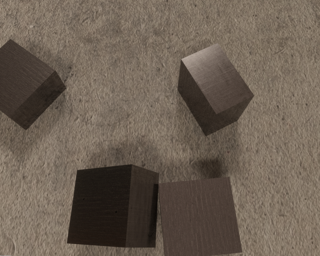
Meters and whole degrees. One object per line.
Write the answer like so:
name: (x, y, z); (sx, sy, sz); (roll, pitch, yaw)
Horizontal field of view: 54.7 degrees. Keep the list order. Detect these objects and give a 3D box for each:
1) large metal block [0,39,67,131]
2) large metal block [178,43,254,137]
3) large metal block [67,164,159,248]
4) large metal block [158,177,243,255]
large metal block: (-0.189, -0.057, 0.413); (0.080, 0.050, 0.080); (35, 73, 11)
large metal block: (0.066, -0.046, 0.397); (0.050, 0.080, 0.080); (-26, 73, -9)
large metal block: (-0.050, 0.088, 0.343); (0.080, 0.050, 0.080); (-10, 67, 31)
large metal block: (0.042, 0.104, 0.357); (0.081, 0.050, 0.080); (-5, 70, -2)
